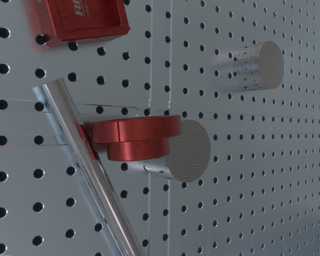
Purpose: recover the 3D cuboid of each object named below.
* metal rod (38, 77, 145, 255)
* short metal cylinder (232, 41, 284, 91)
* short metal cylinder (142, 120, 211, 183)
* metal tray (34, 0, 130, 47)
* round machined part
[{"bbox_3d":[-0.060,0.086,0.358,0.025,0.025,0.299,-33,111,-35],"label":"metal rod"},{"bbox_3d":[0.170,-0.105,0.535,0.081,0.050,0.080,0,90,-40],"label":"short metal cylinder"},{"bbox_3d":[0.021,0.029,0.411,0.081,0.050,0.080,0,90,-40],"label":"short metal cylinder"},{"bbox_3d":[-0.090,-0.159,0.329,0.091,0.030,0.129,-21,103,-38],"label":"metal tray"},{"bbox_3d":[-0.025,0.010,0.340,0.099,0.098,0.042,-7,94,-40],"label":"round machined part"}]
